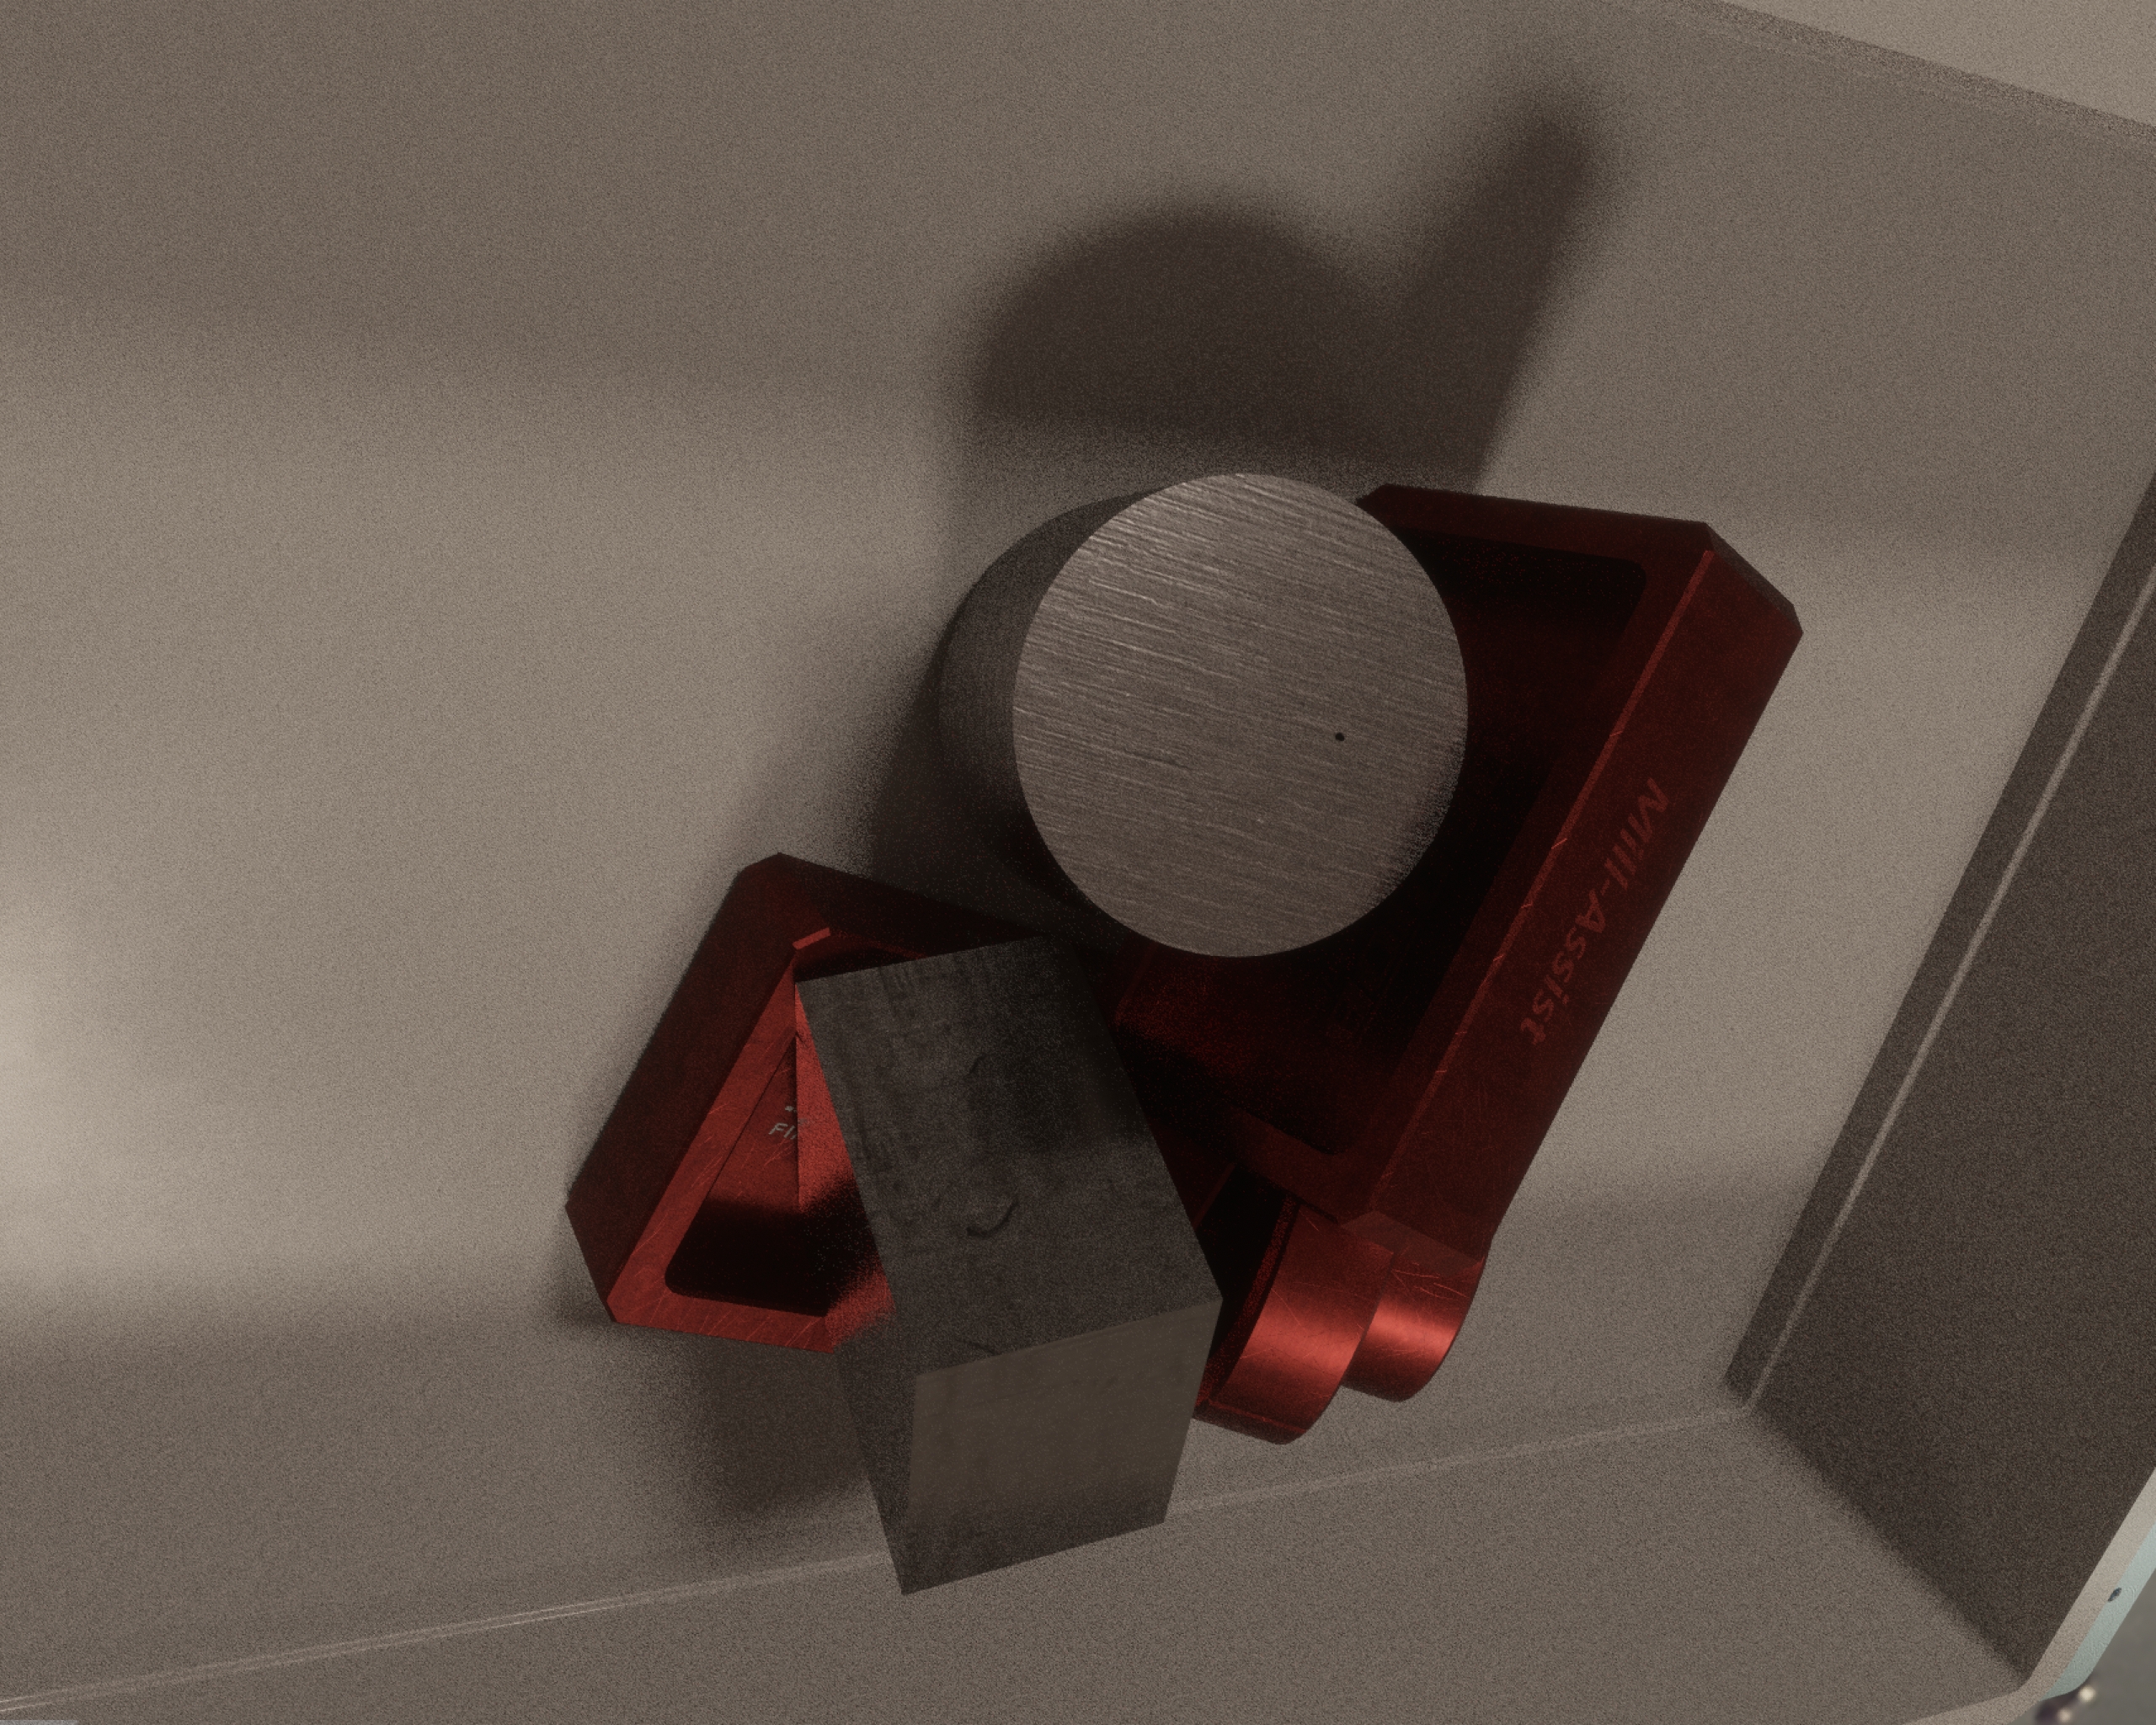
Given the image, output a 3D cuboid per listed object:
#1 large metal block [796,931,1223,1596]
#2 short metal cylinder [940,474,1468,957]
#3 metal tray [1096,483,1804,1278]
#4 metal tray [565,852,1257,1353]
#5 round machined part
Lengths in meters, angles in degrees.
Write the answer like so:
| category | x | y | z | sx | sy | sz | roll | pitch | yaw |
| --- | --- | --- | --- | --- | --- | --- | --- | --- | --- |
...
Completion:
| category | x | y | z | sx | sy | sz | roll | pitch | yaw |
| --- | --- | --- | --- | --- | --- | --- | --- | --- | --- |
| large metal block | -0.017 | 0.072 | 0.378 | 0.050 | 0.080 | 0.079 | -10 | 139 | -16 |
| short metal cylinder | 0.021 | -0.026 | 0.368 | 0.081 | 0.050 | 0.079 | -2 | 96 | -17 |
| metal tray | 0.061 | -0.002 | 0.378 | 0.030 | 0.090 | 0.130 | 31 | 85 | -35 |
| metal tray | -0.025 | 0.058 | 0.426 | 0.131 | 0.030 | 0.090 | 19 | 108 | -36 |
| round machined part | 0.056 | 0.073 | 0.433 | 0.042 | 0.098 | 0.097 | 19 | 112 | -4 |
